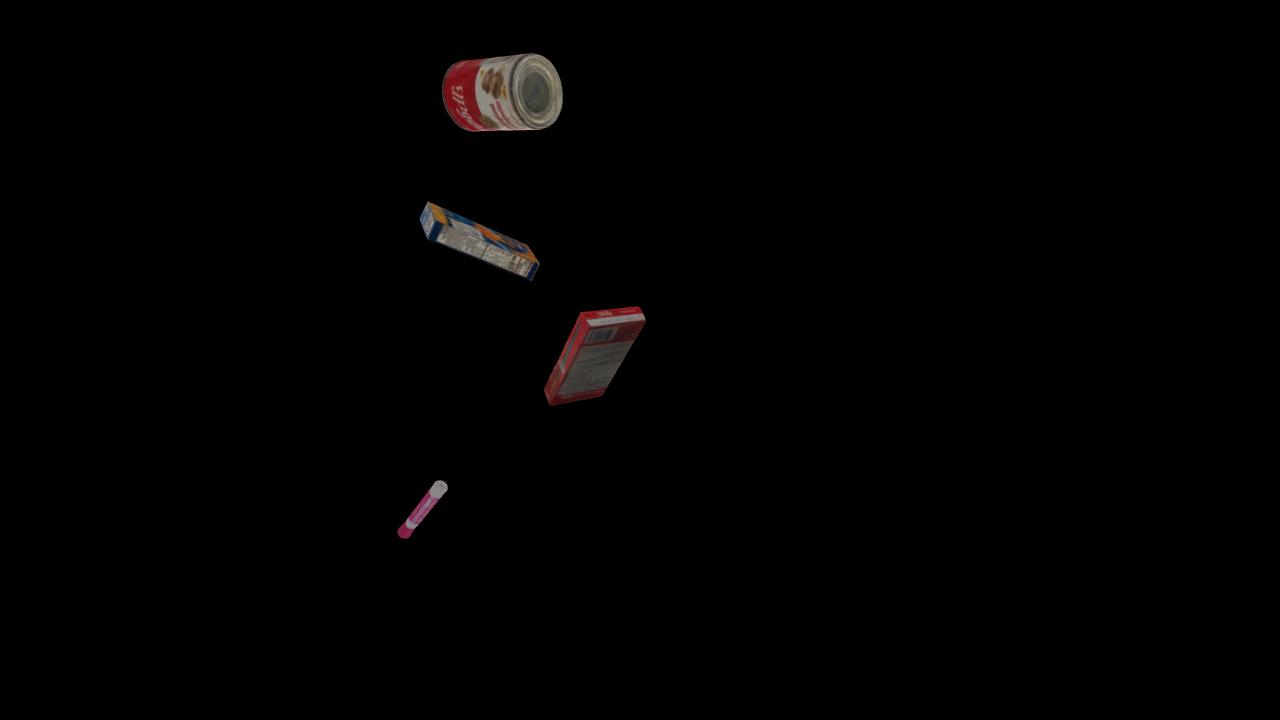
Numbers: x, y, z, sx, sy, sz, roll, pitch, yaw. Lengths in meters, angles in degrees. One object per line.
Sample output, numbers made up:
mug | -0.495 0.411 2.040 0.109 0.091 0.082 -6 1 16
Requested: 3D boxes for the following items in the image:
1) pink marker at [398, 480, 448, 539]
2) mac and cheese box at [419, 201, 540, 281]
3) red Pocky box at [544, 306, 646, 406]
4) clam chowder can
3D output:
pink marker | -0.290 0.201 0.815 0.020 0.020 0.121 0 -41 -51
mac and cheese box | -0.263 -0.195 1.016 0.184 0.041 0.093 19 20 -36
red Pocky box | -0.059 -0.003 0.758 0.083 0.028 0.155 -10 -34 -36
clam chowder can | -0.133 -0.259 0.599 0.102 0.068 0.068 13 8 35
